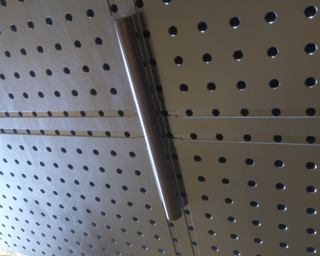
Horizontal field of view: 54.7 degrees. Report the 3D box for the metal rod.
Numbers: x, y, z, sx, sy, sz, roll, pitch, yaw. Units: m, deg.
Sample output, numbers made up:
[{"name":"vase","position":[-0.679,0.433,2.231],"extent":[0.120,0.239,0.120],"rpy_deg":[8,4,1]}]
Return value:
[{"name":"metal rod","position":[-0.010,0.004,0.417],"extent":[0.025,0.025,0.298],"rpy_deg":[0,119,28]}]
